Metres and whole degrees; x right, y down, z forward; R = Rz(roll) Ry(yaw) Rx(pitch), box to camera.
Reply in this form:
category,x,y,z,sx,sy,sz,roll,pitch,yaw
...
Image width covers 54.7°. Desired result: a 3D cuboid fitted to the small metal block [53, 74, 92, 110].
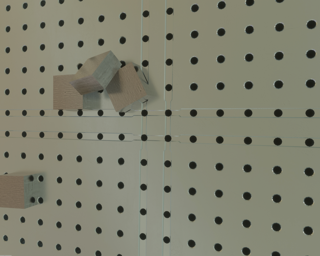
category,x,y,z,sx,sy,sz,roll,pitch,yaw
small metal block,-0.128,-0.052,0.456,0.050,0.025,0.050,0,90,19

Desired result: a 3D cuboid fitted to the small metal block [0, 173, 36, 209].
category,x,y,z,sx,sy,sz,roll,pitch,yaw
small metal block,-0.226,0.099,0.490,0.050,0.025,0.050,-2,89,19

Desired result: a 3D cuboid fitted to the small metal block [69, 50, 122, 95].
category,x,y,z,sx,sy,sz,roll,pitch,yaw
small metal block,-0.087,-0.074,0.420,0.050,0.025,0.050,-7,44,40

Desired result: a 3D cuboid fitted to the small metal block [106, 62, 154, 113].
category,x,y,z,sx,sy,sz,roll,pitch,yaw
small metal block,-0.044,-0.055,0.427,0.050,0.025,0.050,-27,81,17
